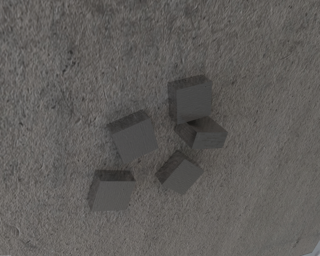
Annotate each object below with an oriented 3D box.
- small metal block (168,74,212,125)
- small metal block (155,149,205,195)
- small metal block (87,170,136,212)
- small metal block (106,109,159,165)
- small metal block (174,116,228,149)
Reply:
[{"bbox_3d":[0.039,-0.038,0.405,0.050,0.025,0.050,-16,125,-19],"label":"small metal block"},{"bbox_3d":[0.030,0.067,0.465,0.050,0.025,0.050,-50,129,7],"label":"small metal block"},{"bbox_3d":[-0.067,0.085,0.423,0.050,0.025,0.050,7,115,-32],"label":"small metal block"},{"bbox_3d":[-0.034,0.011,0.395,0.050,0.025,0.050,-25,128,-13],"label":"small metal block"},{"bbox_3d":[0.055,0.005,0.423,0.050,0.050,0.025,0,118,-29],"label":"small metal block"}]
